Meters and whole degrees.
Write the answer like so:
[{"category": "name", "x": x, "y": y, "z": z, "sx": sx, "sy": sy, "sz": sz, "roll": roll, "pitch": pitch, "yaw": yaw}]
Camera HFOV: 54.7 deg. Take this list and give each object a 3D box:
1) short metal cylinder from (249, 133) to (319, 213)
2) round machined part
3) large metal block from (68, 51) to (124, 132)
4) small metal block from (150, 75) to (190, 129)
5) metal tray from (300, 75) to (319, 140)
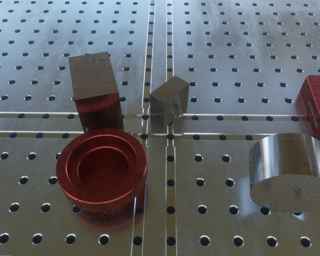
[{"category": "short metal cylinder", "x": 0.137, "y": 0.050, "z": 0.331, "sx": 0.080, "sy": 0.080, "sz": 0.050, "roll": 7, "pitch": 51, "yaw": 6}, {"category": "round machined part", "x": -0.063, "y": 0.051, "z": 0.353, "sx": 0.099, "sy": 0.042, "sz": 0.098, "roll": 0, "pitch": 50, "yaw": 0}, {"category": "large metal block", "x": -0.082, "y": -0.040, "z": 0.405, "sx": 0.050, "sy": 0.080, "sz": 0.080, "roll": -12, "pitch": 51, "yaw": -10}, {"category": "small metal block", "x": 0.013, "y": -0.035, "z": 0.421, "sx": 0.025, "sy": 0.050, "sz": 0.050, "roll": 35, "pitch": 58, "yaw": 25}, {"category": "metal tray", "x": 0.254, "y": -0.017, "z": 0.420, "sx": 0.091, "sy": 0.030, "sz": 0.130, "roll": 3, "pitch": 50, "yaw": 2}]
